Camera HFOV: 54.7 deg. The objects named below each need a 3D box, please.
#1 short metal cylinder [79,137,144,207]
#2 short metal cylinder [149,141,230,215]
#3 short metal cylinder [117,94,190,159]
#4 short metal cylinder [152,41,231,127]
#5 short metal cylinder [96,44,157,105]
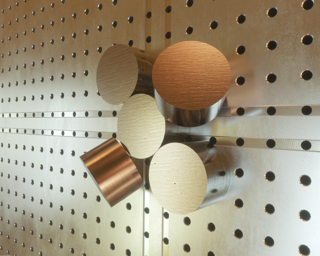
[{"bbox_3d":[-0.066,0.059,0.418,0.080,0.050,0.080,50,161,25],"label":"short metal cylinder"},{"bbox_3d":[0.034,0.056,0.363,0.080,0.050,0.079,0,90,39],"label":"short metal cylinder"},{"bbox_3d":[-0.009,-0.002,0.398,0.080,0.050,0.079,0,90,39],"label":"short metal cylinder"},{"bbox_3d":[0.033,-0.047,0.338,0.080,0.050,0.080,-1,70,2],"label":"short metal cylinder"},{"bbox_3d":[-0.042,-0.070,0.425,0.080,0.050,0.079,0,90,39],"label":"short metal cylinder"}]
